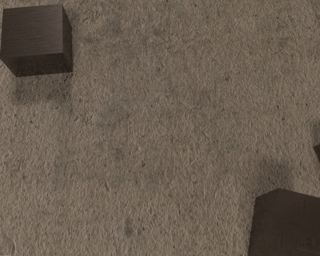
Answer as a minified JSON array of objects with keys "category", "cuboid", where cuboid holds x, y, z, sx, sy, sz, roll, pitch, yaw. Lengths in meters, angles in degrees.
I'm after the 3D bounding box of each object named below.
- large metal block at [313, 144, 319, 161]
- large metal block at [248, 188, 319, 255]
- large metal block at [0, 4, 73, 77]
[{"category":"large metal block","cuboid":[0.255,0.043,0.382,0.081,0.050,0.080,-15,71,-6]},{"category":"large metal block","cuboid":[0.136,0.116,0.338,0.050,0.080,0.080,13,71,4]},{"category":"large metal block","cuboid":[-0.171,-0.123,0.438,0.081,0.050,0.080,-6,70,-3]}]
